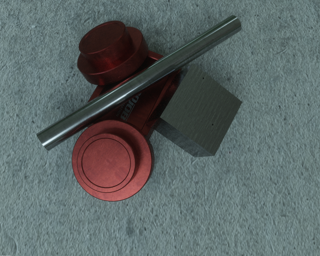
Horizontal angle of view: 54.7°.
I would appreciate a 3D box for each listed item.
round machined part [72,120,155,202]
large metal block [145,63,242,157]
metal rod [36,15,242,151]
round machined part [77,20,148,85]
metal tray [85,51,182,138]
[{"bbox_3d":[-0.058,0.039,0.367,0.099,0.042,0.097,0,90,7],"label":"round machined part"},{"bbox_3d":[0.042,-0.019,0.388,0.080,0.050,0.080,35,71,-14],"label":"large metal block"},{"bbox_3d":[-0.018,-0.064,0.402,0.301,0.025,0.025,-34,74,-12],"label":"metal rod"},{"bbox_3d":[-0.069,-0.107,0.418,0.098,0.042,0.098,-13,47,15],"label":"round machined part"},{"bbox_3d":[-0.036,-0.046,0.423,0.090,0.030,0.130,23,71,8],"label":"metal tray"}]
